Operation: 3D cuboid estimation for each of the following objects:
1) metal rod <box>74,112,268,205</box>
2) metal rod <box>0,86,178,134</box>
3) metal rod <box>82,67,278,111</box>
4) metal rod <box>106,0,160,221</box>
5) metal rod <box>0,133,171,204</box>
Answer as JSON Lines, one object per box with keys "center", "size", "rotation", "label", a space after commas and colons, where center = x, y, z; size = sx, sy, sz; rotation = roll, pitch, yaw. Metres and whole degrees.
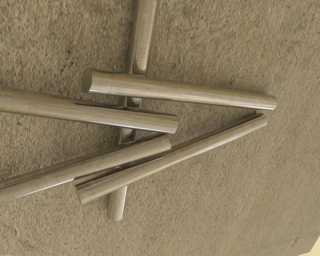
{"center": [0.032, 0.033, 0.428], "size": [0.302, 0.025, 0.025], "rotation": [-19, 127, -25], "label": "metal rod"}
{"center": [-0.118, -0.023, 0.312], "size": [0.302, 0.025, 0.025], "rotation": [8, 115, -26], "label": "metal rod"}
{"center": [0.050, -0.043, 0.390], "size": [0.302, 0.025, 0.025], "rotation": [2, 118, -37], "label": "metal rod"}
{"center": [-0.039, -0.004, 0.386], "size": [0.025, 0.025, 0.298], "rotation": [-3, 120, -27], "label": "metal rod"}
{"center": [-0.132, 0.058, 0.355], "size": [0.302, 0.025, 0.025], "rotation": [-17, 126, -13], "label": "metal rod"}
